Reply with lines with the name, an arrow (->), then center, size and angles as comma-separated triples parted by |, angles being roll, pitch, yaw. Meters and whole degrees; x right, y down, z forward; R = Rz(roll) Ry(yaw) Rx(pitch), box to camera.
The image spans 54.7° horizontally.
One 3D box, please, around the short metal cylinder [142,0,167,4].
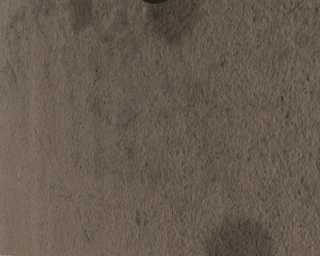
short metal cylinder -> -0.008, -0.201, 0.374 | 0.080, 0.081, 0.050 | -50, 61, 28
